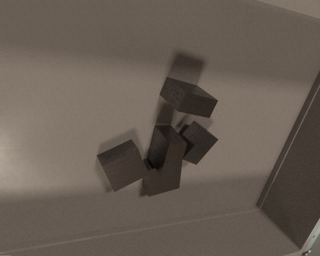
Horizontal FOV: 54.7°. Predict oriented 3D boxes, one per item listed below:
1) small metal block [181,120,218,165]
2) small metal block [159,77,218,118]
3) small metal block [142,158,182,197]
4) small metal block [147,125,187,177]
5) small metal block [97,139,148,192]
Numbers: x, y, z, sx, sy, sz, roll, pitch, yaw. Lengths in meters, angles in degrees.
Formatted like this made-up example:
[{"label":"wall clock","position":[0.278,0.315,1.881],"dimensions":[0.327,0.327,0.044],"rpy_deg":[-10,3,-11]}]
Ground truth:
[{"label":"small metal block","position":[0.050,0.022,0.443],"dimensions":[0.050,0.025,0.050],"rpy_deg":[-50,148,7]},{"label":"small metal block","position":[0.035,-0.039,0.390],"dimensions":[0.050,0.050,0.025],"rpy_deg":[10,114,-33]},{"label":"small metal block","position":[0.003,0.068,0.454],"dimensions":[0.050,0.025,0.050],"rpy_deg":[-11,123,-23]},{"label":"small metal block","position":[0.008,0.030,0.417],"dimensions":[0.025,0.050,0.050],"rpy_deg":[1,118,-26]},{"label":"small metal block","position":[-0.050,0.050,0.414],"dimensions":[0.050,0.025,0.050],"rpy_deg":[-26,128,-13]}]
